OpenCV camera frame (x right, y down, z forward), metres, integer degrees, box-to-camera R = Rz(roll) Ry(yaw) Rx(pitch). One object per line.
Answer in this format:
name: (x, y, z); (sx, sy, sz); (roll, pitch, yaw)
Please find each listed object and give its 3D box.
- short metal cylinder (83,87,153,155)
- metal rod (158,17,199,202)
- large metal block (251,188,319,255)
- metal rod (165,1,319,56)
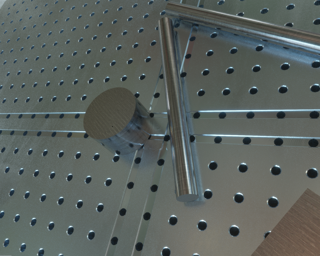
short metal cylinder: (-0.057, -0.009, 0.428); (0.080, 0.050, 0.080); (-13, 56, 21)
metal rod: (0.020, -0.047, 0.426); (0.025, 0.025, 0.299); (-17, 55, 18)
large metal block: (0.134, 0.111, 0.254); (0.080, 0.050, 0.080); (-48, 51, -5)
metal rod: (0.121, -0.140, 0.430); (0.300, 0.025, 0.025); (30, 79, 37)
